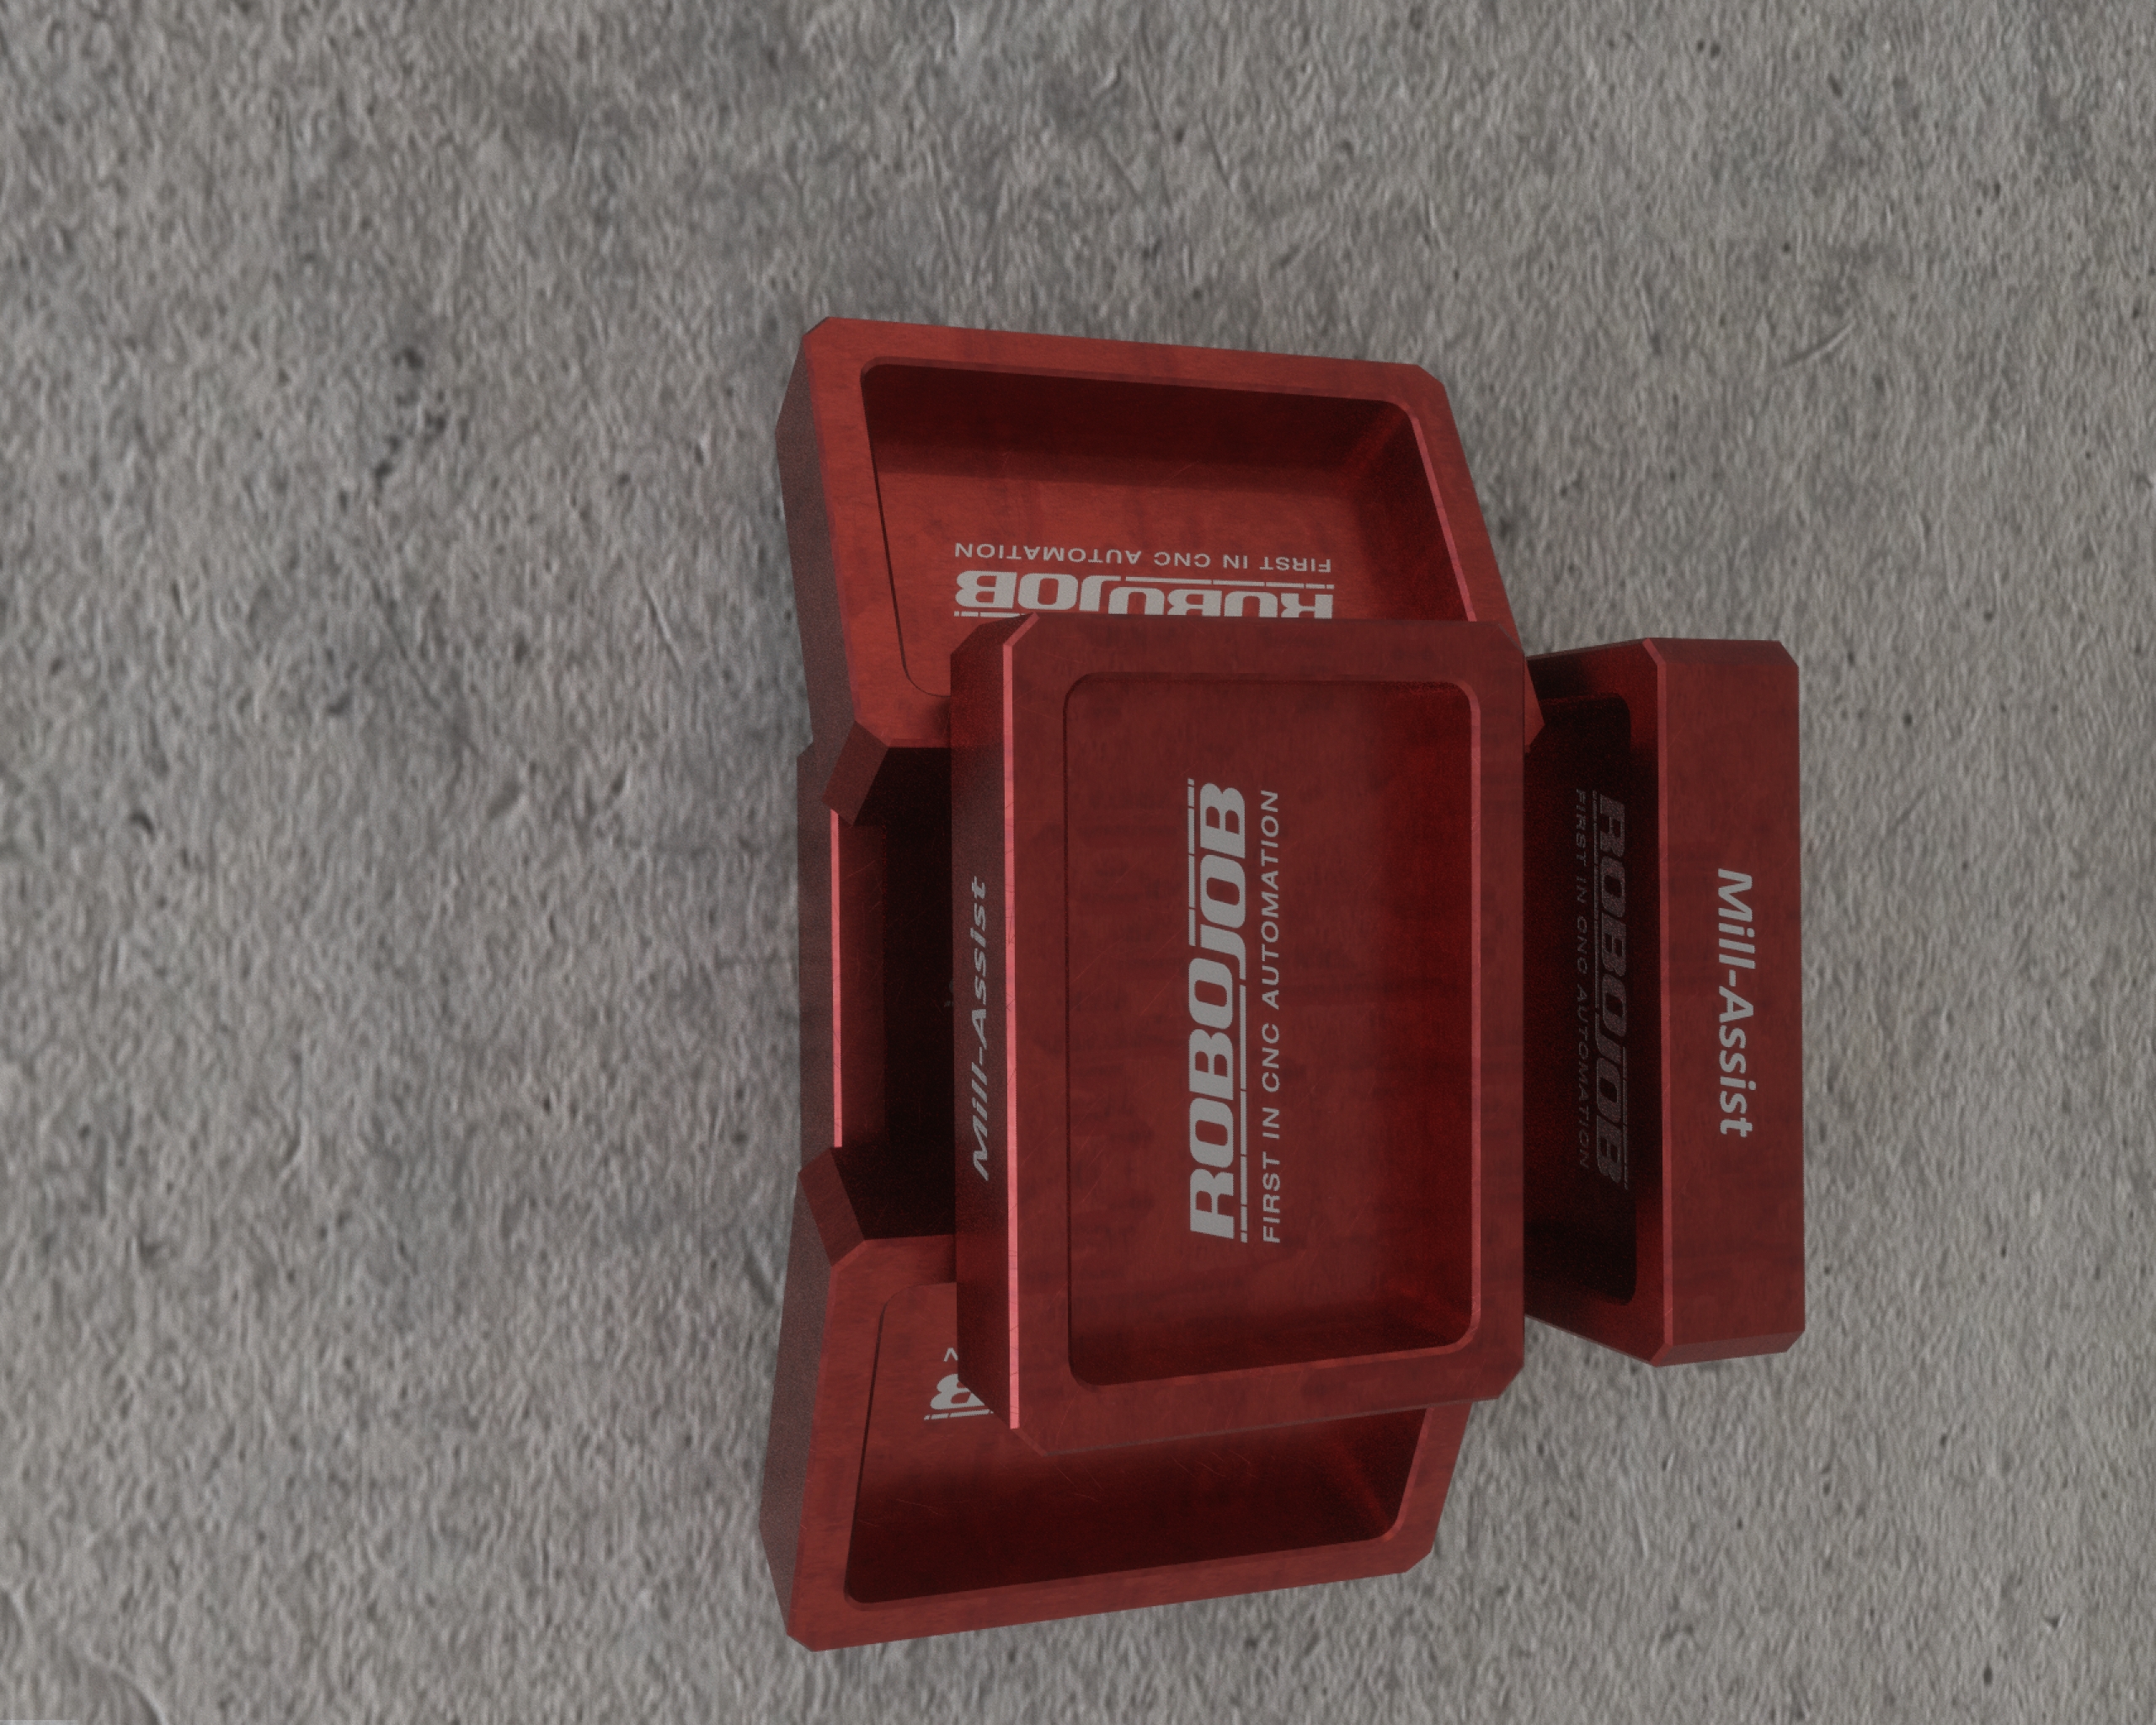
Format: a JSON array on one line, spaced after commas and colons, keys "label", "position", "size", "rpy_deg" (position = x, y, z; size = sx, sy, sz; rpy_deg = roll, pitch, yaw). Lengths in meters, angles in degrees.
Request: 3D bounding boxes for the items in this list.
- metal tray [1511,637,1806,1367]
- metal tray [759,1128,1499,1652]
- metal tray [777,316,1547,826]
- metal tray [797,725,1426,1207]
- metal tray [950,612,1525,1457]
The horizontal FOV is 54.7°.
[{"label": "metal tray", "position": [0.101, 0.024, 0.411], "size": [0.030, 0.090, 0.129], "rpy_deg": [-1, 91, -20]}, {"label": "metal tray", "position": [0.011, 0.096, 0.391], "size": [0.131, 0.030, 0.089], "rpy_deg": [0, 115, -20]}, {"label": "metal tray", "position": [0.014, -0.053, 0.391], "size": [0.131, 0.030, 0.090], "rpy_deg": [-1, 63, -20]}, {"label": "metal tray", "position": [0.013, 0.019, 0.410], "size": [0.131, 0.030, 0.089], "rpy_deg": [-1, 90, -20]}, {"label": "metal tray", "position": [0.027, 0.025, 0.345], "size": [0.091, 0.030, 0.129], "rpy_deg": [-1, 92, -20]}]
